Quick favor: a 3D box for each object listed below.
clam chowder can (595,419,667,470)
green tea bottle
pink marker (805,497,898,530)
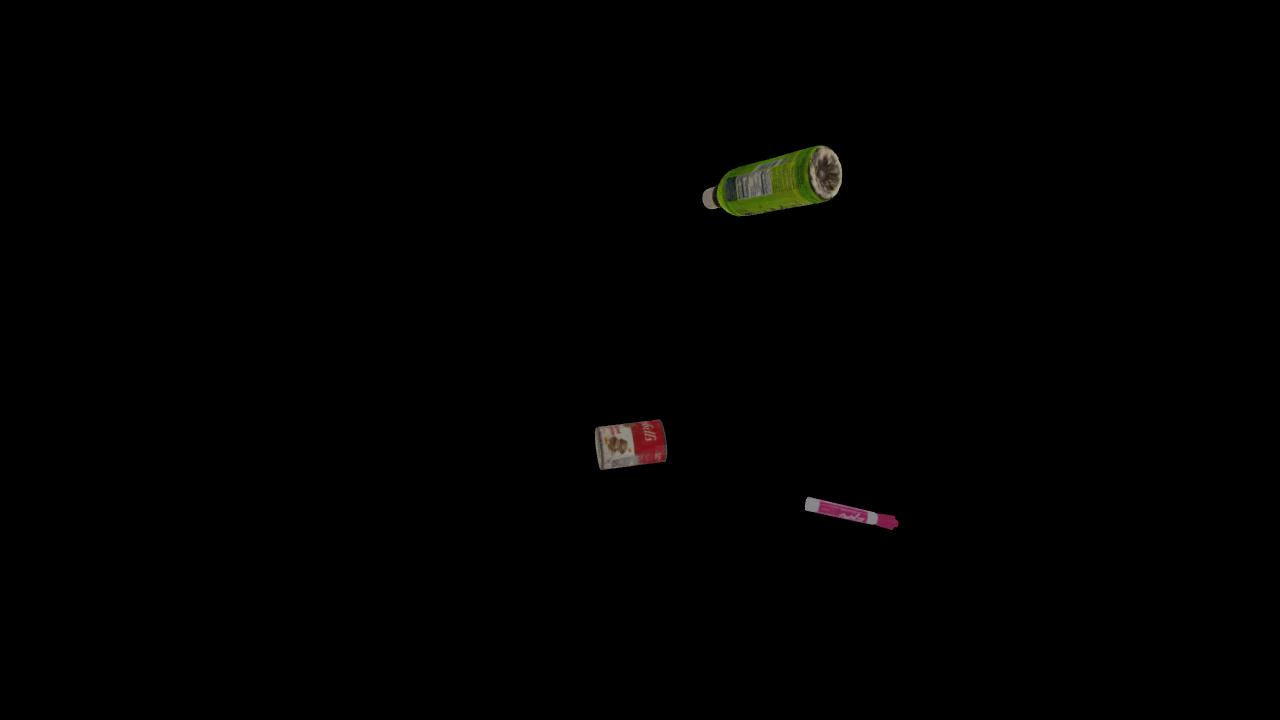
[{"bbox_3d":[-0.015,0.131,0.951,0.102,0.068,0.068,-6,1,-10],"label":"clam chowder can"},{"bbox_3d":[0.166,-0.236,0.836,0.073,0.073,0.212,0,5,-38],"label":"green tea bottle"},{"bbox_3d":[0.282,0.205,0.821,0.121,0.020,0.020,12,1,5],"label":"pink marker"}]
